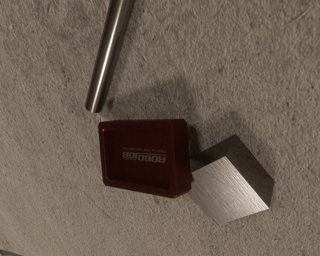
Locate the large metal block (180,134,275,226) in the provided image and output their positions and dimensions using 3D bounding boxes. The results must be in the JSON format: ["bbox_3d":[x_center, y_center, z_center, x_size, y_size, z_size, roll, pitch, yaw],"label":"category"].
[{"bbox_3d":[0.082,0.066,0.388,0.080,0.050,0.080,-34,99,38],"label":"large metal block"}]

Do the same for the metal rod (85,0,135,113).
[{"bbox_3d":[-0.043,-0.136,0.344,0.025,0.025,0.298,31,128,8],"label":"metal rod"}]

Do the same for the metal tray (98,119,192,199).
[{"bbox_3d":[-0.024,0.035,0.399,0.130,0.030,0.089,0,96,40],"label":"metal tray"}]
